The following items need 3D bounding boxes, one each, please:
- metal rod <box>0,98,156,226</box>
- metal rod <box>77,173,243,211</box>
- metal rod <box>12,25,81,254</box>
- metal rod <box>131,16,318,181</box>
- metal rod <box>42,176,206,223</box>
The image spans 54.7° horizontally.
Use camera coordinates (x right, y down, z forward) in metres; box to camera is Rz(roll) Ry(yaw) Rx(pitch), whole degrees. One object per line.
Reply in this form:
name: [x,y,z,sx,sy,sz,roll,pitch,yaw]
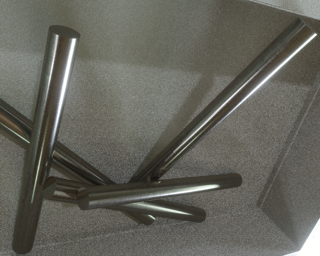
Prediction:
metal rod: [-0.096,0.057,0.392,0.025,0.025,0.300,-42,130,0]
metal rod: [0.025,0.083,0.436,0.302,0.025,0.025,4,117,-44]
metal rod: [-0.129,0.038,0.331,0.025,0.025,0.298,3,127,-30]
metal rod: [0.050,-0.003,0.366,0.025,0.025,0.298,16,132,-35]
metal rod: [-0.023,0.109,0.437,0.301,0.025,0.025,26,104,-46]
